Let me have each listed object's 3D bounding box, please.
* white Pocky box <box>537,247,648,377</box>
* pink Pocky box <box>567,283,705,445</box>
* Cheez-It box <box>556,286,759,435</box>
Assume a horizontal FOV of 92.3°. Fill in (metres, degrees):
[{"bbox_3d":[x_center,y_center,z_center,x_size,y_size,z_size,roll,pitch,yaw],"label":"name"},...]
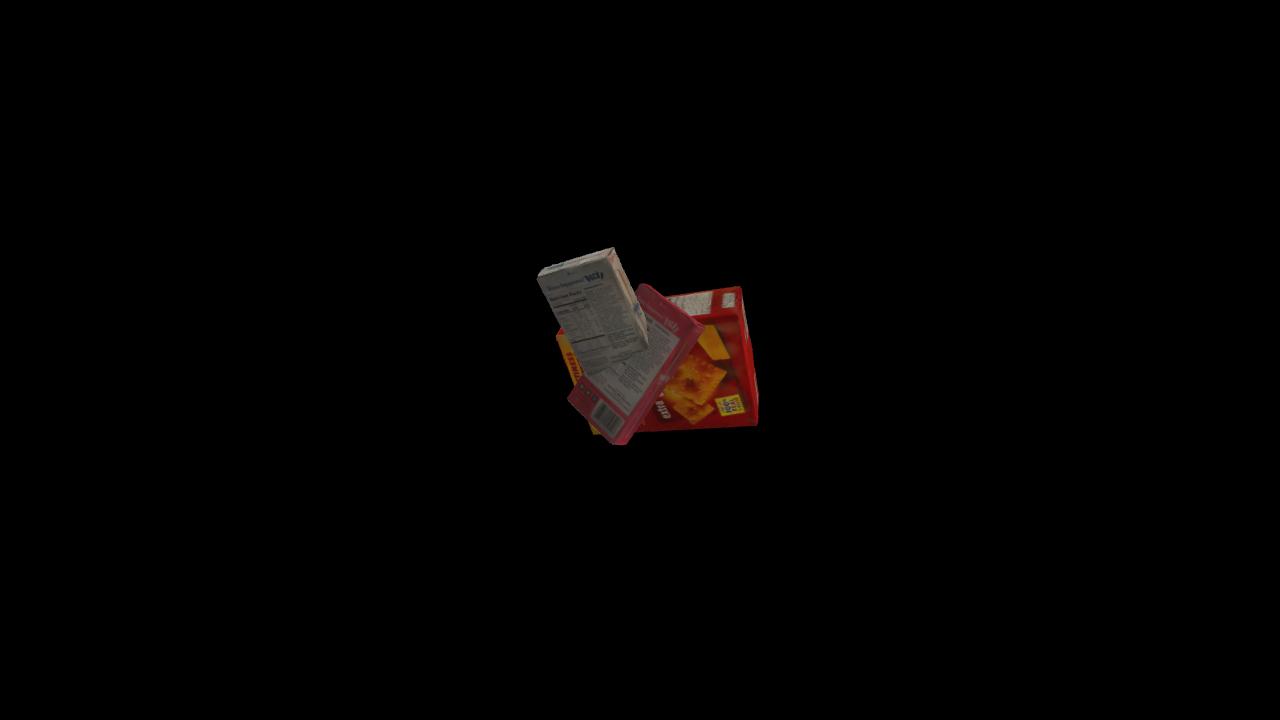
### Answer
[{"bbox_3d":[-0.036,-0.034,0.635,0.084,0.154,0.028,-13,30,23],"label":"white Pocky box"},{"bbox_3d":[-0.007,0.005,0.649,0.084,0.155,0.029,40,13,31],"label":"pink Pocky box"},{"bbox_3d":[0.027,0.007,0.764,0.223,0.166,0.071,-5,34,16],"label":"Cheez-It box"}]
